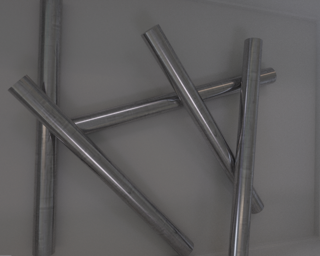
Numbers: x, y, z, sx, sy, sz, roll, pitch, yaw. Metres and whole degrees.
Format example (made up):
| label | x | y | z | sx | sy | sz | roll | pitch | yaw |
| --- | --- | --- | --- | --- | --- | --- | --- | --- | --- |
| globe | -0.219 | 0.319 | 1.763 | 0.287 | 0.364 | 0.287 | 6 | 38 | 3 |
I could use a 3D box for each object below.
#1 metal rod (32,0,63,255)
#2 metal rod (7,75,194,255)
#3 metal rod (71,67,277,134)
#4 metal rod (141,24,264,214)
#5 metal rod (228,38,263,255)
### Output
| label | x | y | z | sx | sy | sz | roll | pitch | yaw |
| --- | --- | --- | --- | --- | --- | --- | --- | --- | --- |
| metal rod | -0.131 | -0.004 | 0.361 | 0.025 | 0.025 | 0.298 | 2 | 90 | -20 |
| metal rod | -0.056 | 0.059 | 0.373 | 0.025 | 0.025 | 0.300 | -46 | 111 | -14 |
| metal rod | 0.032 | -0.040 | 0.421 | 0.302 | 0.025 | 0.025 | -16 | 96 | -19 |
| metal rod | 0.066 | 0.002 | 0.414 | 0.025 | 0.025 | 0.299 | -39 | 110 | -16 |
| metal rod | 0.116 | 0.025 | 0.416 | 0.025 | 0.025 | 0.298 | 9 | 82 | -20 |
